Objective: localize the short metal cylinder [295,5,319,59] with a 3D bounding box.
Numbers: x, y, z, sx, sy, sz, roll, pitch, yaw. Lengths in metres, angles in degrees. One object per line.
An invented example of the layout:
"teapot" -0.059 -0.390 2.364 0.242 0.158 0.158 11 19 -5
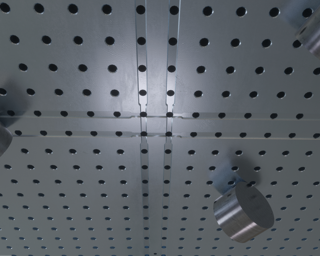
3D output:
"short metal cylinder" 0.182 -0.089 0.301 0.080 0.080 0.050 22 127 -18

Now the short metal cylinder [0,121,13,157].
"short metal cylinder" -0.236 0.014 0.385 0.080 0.080 0.050 -17 128 14

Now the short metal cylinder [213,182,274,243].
"short metal cylinder" 0.132 0.132 0.489 0.080 0.080 0.050 28 125 -22
